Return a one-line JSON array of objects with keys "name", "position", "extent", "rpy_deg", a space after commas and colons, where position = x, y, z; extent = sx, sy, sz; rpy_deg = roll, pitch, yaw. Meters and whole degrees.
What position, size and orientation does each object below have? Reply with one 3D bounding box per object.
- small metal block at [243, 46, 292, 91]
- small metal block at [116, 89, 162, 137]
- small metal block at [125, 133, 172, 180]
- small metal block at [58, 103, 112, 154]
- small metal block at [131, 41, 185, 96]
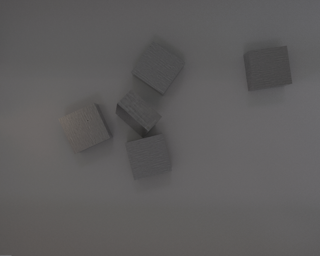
[{"name": "small metal block", "position": [0.143, -0.078, 0.412], "extent": [0.050, 0.025, 0.050], "rpy_deg": [-8, 90, 0]}, {"name": "small metal block", "position": [-0.029, -0.017, 0.396], "extent": [0.050, 0.050, 0.025], "rpy_deg": [42, 75, 0]}, {"name": "small metal block", "position": [-0.015, 0.037, 0.411], "extent": [0.050, 0.025, 0.050], "rpy_deg": [-14, 90, 0]}, {"name": "small metal block", "position": [-0.097, 0.000, 0.410], "extent": [0.050, 0.025, 0.050], "rpy_deg": [-25, 90, 0]}, {"name": "small metal block", "position": [-0.002, -0.078, 0.411], "extent": [0.050, 0.025, 0.050], "rpy_deg": [35, 90, 0]}]
